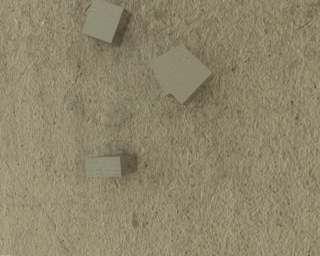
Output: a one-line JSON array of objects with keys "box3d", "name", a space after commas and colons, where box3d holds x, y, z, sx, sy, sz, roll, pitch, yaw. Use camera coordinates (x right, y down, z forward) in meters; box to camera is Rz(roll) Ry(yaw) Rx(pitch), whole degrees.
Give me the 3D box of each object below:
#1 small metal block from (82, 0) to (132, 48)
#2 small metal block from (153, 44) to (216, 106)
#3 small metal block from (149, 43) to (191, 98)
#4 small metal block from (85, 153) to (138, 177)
[{"box3d": [-0.075, -0.147, 0.435, 0.050, 0.025, 0.050, 24, 98, 18], "name": "small metal block"}, {"box3d": [0.030, -0.063, 0.372, 0.050, 0.025, 0.050, -47, 76, 14], "name": "small metal block"}, {"box3d": [0.022, -0.074, 0.401, 0.050, 0.025, 0.050, -26, 82, 18], "name": "small metal block"}, {"box3d": [-0.064, 0.050, 0.418, 0.050, 0.050, 0.025, -4, 89, 20], "name": "small metal block"}]
